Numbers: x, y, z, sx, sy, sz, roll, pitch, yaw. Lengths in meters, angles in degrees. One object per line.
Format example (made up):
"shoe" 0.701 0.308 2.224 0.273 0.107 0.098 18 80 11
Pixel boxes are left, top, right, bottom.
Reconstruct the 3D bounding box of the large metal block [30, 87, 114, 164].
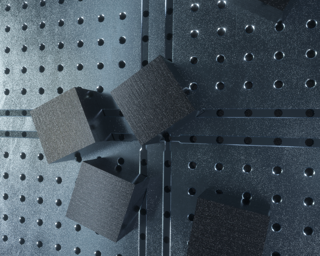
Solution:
"large metal block" -0.125 -0.003 0.442 0.080 0.050 0.080 -24 82 18

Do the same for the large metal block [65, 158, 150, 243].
"large metal block" -0.071 0.094 0.423 0.080 0.050 0.080 20 97 18

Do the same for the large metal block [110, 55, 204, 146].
"large metal block" -0.003 -0.033 0.400 0.080 0.050 0.080 -34 79 16

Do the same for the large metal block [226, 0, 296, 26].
"large metal block" 0.126 -0.178 0.355 0.080 0.050 0.080 33 100 16

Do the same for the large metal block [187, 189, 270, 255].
"large metal block" 0.082 0.126 0.370 0.080 0.050 0.079 11 94 19
